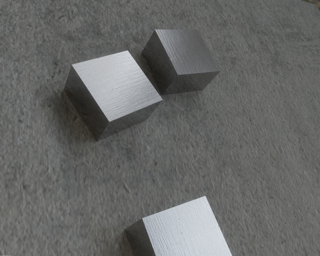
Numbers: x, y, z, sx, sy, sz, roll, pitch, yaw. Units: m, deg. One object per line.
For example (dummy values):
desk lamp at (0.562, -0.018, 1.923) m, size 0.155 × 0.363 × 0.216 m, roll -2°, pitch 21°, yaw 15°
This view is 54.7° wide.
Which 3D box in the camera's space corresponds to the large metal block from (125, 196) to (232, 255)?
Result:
large metal block at (0.021, 0.126, 0.323) m, size 0.081 × 0.050 × 0.080 m, roll -10°, pitch 67°, yaw -33°

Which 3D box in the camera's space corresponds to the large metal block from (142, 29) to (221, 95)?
large metal block at (0.031, -0.100, 0.468) m, size 0.081 × 0.050 × 0.080 m, roll -12°, pitch 68°, yaw -33°

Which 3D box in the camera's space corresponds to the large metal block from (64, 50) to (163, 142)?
large metal block at (-0.058, -0.041, 0.383) m, size 0.081 × 0.050 × 0.080 m, roll -26°, pitch 76°, yaw -37°
